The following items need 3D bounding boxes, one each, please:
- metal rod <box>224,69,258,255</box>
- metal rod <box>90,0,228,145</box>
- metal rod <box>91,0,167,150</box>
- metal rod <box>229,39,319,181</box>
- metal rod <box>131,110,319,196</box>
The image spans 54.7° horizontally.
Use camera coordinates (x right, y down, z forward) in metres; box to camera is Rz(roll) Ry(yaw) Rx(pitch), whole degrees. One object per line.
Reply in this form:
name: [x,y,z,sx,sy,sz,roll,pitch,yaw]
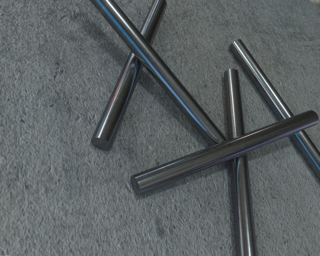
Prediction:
metal rod: [0.111,0.034,0.442,0.025,0.025,0.300,17,55,-19]
metal rod: [-0.007,-0.086,0.423,0.300,0.025,0.025,50,51,-4]
metal rod: [-0.034,-0.098,0.444,0.025,0.025,0.300,26,53,-13]
metal rod: [0.209,-0.030,0.533,0.025,0.025,0.299,-18,71,-35]
metal rod: [0.103,0.025,0.414,0.302,0.025,0.025,-17,71,-25]
